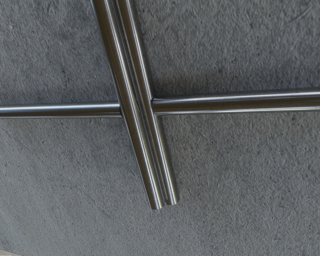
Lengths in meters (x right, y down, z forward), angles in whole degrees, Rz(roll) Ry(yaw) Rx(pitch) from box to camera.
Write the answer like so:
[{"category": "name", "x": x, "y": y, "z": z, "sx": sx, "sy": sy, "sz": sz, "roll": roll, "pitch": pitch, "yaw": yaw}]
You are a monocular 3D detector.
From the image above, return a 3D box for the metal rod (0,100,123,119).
[{"category": "metal rod", "x": -0.181, "y": -0.027, "z": 0.484, "sx": 0.301, "sy": 0.025, "sz": 0.025, "roll": 1, "pitch": 119, "yaw": 27}]

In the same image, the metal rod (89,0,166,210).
[{"category": "metal rod", "x": -0.035, "y": -0.020, "z": 0.387, "sx": 0.025, "sy": 0.025, "sz": 0.298, "roll": 1, "pitch": 119, "yaw": 27}]

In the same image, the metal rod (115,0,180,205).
[{"category": "metal rod", "x": -0.013, "y": -0.023, "z": 0.400, "sx": 0.025, "sy": 0.025, "sz": 0.298, "roll": 1, "pitch": 119, "yaw": 27}]

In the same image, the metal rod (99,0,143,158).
[{"category": "metal rod", "x": -0.036, "y": -0.029, "z": 0.409, "sx": 0.025, "sy": 0.025, "sz": 0.298, "roll": 1, "pitch": 119, "yaw": 27}]

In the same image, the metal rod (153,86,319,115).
[{"category": "metal rod", "x": 0.130, "y": -0.029, "z": 0.322, "sx": 0.300, "sy": 0.025, "sz": 0.025, "roll": 0, "pitch": 118, "yaw": 28}]
